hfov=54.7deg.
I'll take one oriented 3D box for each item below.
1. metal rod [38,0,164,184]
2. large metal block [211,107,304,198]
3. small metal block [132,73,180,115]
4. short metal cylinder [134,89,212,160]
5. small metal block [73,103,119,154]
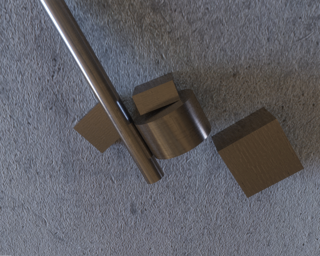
[{"bbox_3d":[-0.077,-0.063,0.367,0.025,0.025,0.299,-27,102,9],"label":"metal rod"},{"bbox_3d":[0.127,0.032,0.410,0.080,0.050,0.080,-31,108,10],"label":"large metal block"},{"bbox_3d":[-0.004,-0.043,0.381,0.050,0.050,0.025,-21,109,7],"label":"small metal block"},{"bbox_3d":[0.015,-0.006,0.379,0.080,0.080,0.050,-27,108,9],"label":"short metal cylinder"},{"bbox_3d":[-0.075,-0.004,0.407,0.050,0.025,0.050,-42,105,13],"label":"small metal block"}]
